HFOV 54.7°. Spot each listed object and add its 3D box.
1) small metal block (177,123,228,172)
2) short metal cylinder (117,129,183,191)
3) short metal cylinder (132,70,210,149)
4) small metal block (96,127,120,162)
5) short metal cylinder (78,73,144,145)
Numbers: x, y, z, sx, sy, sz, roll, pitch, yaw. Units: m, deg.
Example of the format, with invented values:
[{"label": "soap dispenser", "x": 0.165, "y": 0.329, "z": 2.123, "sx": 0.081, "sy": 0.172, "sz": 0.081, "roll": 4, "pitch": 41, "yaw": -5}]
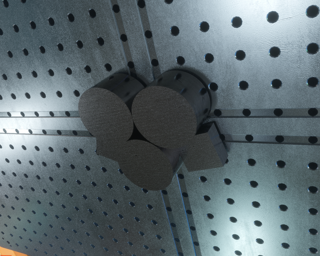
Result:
[{"label": "small metal block", "x": 0.052, "y": 0.026, "z": 0.395, "sx": 0.050, "sy": 0.025, "sz": 0.050, "roll": -15, "pitch": 111, "yaw": 34}, {"label": "short metal cylinder", "x": -0.010, "y": 0.037, "z": 0.419, "sx": 0.080, "sy": 0.050, "sz": 0.079, "roll": 13, "pitch": 124, "yaw": 21}, {"label": "short metal cylinder", "x": 0.014, "y": -0.022, "z": 0.369, "sx": 0.080, "sy": 0.050, "sz": 0.079, "roll": 13, "pitch": 124, "yaw": 21}, {"label": "small metal block", "x": -0.065, "y": 0.020, "z": 0.453, "sx": 0.050, "sy": 0.025, "sz": 0.050, "roll": 19, "pitch": 126, "yaw": 17}, {"label": "short metal cylinder", "x": -0.058, "y": -0.025, "z": 0.405, "sx": 0.080, "sy": 0.050, "sz": 0.079, "roll": 13, "pitch": 124, "yaw": 21}]
